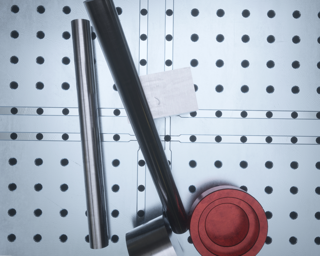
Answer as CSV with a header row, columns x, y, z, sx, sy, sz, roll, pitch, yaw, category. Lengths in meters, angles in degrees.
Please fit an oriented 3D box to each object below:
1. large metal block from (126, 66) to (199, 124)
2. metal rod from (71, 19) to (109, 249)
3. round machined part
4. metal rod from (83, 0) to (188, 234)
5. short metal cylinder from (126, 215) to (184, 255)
x,y,z,sx,sy,sz,roll,pitch,yaw,category
-0.001,-0.037,0.386,0.080,0.080,0.050,-11,90,0,large metal block
-0.093,0.008,0.412,0.025,0.025,0.298,-5,90,-1,metal rod
0.086,0.124,0.406,0.099,0.042,0.097,0,90,-1,round machined part
-0.013,0.010,0.342,0.025,0.025,0.298,-19,120,0,metal rod
-0.002,0.156,0.386,0.050,0.080,0.080,-26,90,0,short metal cylinder
